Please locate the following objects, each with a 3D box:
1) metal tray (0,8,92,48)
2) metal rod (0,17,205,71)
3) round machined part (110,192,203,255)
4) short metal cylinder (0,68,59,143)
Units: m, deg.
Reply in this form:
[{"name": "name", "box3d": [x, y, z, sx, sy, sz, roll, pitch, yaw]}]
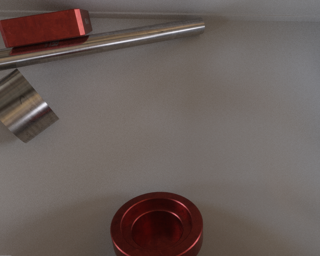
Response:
[{"name": "metal tray", "box3d": [-0.141, -0.133, 0.406, 0.091, 0.130, 0.030, -11, 111, -4]}, {"name": "metal rod", "box3d": [-0.076, -0.115, 0.417, 0.302, 0.025, 0.025, -16, 71, -20]}, {"name": "round machined part", "box3d": [-0.002, 0.118, 0.340, 0.099, 0.042, 0.098, -3, 29, 2]}, {"name": "short metal cylinder", "box3d": [-0.173, -0.027, 0.388, 0.050, 0.080, 0.080, -40, 75, -13]}]
